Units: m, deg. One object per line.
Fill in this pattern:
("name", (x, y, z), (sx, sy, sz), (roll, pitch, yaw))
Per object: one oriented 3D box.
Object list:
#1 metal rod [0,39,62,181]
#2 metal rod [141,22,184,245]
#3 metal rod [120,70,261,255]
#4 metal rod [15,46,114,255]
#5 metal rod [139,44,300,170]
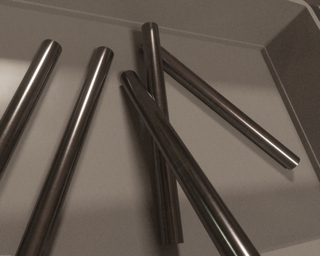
("metal rod", (-0.158, 0.018, 0.309), (0.025, 0.025, 0.300), (21, 54, -16))
("metal rod", (-0.001, -0.010, 0.396), (0.025, 0.025, 0.299), (6, 64, -26))
("metal rod", (0.012, 0.019, 0.320), (0.025, 0.025, 0.300), (1, 35, -28))
("metal rod", (-0.098, 0.018, 0.342), (0.025, 0.025, 0.300), (22, 53, -16))
("metal rod", (0.093, -0.037, 0.480), (0.300, 0.025, 0.025), (38, 51, -3))
